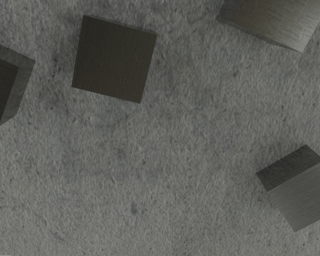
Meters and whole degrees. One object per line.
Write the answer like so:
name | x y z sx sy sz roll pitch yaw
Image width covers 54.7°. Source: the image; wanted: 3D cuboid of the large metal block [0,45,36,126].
large metal block | -0.210 -0.059 0.372 0.080 0.050 0.080 25 108 -9

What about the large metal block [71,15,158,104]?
large metal block | -0.052 -0.082 0.366 0.081 0.050 0.079 14 110 -6

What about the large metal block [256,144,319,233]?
large metal block | 0.196 0.083 0.430 0.080 0.050 0.080 -33 107 11

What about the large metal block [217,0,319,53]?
large metal block | 0.115 -0.125 0.336 0.080 0.080 0.050 21 109 -8
